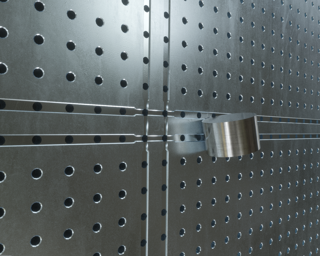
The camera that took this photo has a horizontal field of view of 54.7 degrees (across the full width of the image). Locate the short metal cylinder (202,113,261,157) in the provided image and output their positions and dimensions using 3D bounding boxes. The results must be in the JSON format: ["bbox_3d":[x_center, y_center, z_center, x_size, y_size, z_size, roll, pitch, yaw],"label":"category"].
[{"bbox_3d":[0.106,0.009,0.465,0.081,0.080,0.050,-16,101,-39],"label":"short metal cylinder"}]
